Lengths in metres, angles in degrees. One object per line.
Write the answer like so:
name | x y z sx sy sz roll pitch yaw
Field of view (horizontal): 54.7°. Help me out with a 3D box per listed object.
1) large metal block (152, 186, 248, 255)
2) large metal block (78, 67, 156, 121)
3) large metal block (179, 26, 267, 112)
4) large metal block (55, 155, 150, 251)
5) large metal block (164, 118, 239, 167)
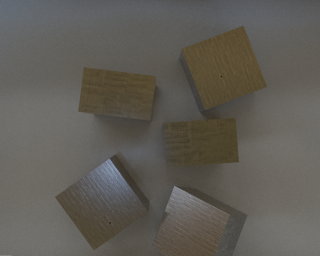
large metal block | 0.048 0.126 0.380 0.080 0.050 0.080 21 90 40
large metal block | -0.048 -0.038 0.383 0.081 0.080 0.050 7 90 -1
large metal block | 0.078 -0.073 0.400 0.080 0.050 0.080 -21 90 -1
large metal block | -0.070 0.092 0.398 0.080 0.050 0.080 -36 90 0
large metal block | 0.046 0.016 0.385 0.081 0.080 0.050 -4 90 -1
